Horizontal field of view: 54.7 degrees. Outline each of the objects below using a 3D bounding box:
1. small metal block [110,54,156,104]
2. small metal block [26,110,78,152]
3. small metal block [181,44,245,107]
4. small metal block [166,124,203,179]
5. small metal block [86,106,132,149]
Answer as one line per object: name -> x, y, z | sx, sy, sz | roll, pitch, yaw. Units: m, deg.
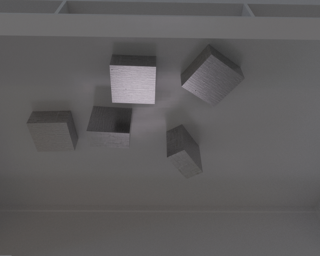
small metal block -> -0.030, -0.056, 0.361 | 0.050, 0.025, 0.050 | 2, 130, -2
small metal block -> -0.141, 0.005, 0.412 | 0.050, 0.025, 0.050 | -1, 130, 1
small metal block -> 0.060, -0.059, 0.359 | 0.050, 0.025, 0.050 | 29, 124, -23
small metal block -> 0.033, 0.032, 0.420 | 0.025, 0.050, 0.050 | -26, 126, 20
small metal block -> -0.062, -0.002, 0.391 | 0.050, 0.050, 0.025 | 3, 130, -3
